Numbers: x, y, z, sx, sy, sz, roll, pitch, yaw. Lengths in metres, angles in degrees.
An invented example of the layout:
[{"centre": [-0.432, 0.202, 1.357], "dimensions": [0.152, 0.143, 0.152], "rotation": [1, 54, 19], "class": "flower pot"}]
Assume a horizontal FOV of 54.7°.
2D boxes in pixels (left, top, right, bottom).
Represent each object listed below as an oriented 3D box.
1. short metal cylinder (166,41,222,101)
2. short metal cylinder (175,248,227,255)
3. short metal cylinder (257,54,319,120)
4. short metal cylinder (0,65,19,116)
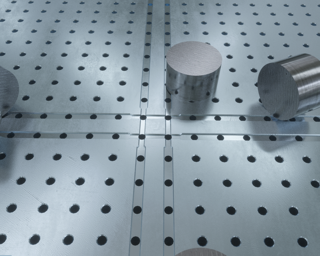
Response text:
[{"centre": [0.049, -0.086, 0.464], "dimensions": [0.081, 0.050, 0.080], "rotation": [0, 50, 0], "class": "short metal cylinder"}, {"centre": [0.035, 0.151, 0.265], "dimensions": [0.081, 0.050, 0.080], "rotation": [0, 50, 0], "class": "short metal cylinder"}, {"centre": [0.179, -0.056, 0.421], "dimensions": [0.050, 0.080, 0.080], "rotation": [-19, 53, -15], "class": "short metal cylinder"}, {"centre": [-0.241, -0.054, 0.414], "dimensions": [0.050, 0.080, 0.080], "rotation": [32, 57, 23], "class": "short metal cylinder"}]
